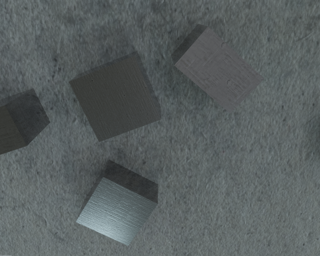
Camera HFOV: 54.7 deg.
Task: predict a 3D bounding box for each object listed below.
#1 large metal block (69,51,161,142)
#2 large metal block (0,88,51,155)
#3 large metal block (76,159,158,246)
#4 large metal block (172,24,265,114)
[{"bbox_3d":[-0.051,-0.040,0.381,0.080,0.050,0.080,-20,109,7],"label":"large metal block"},{"bbox_3d":[-0.194,-0.004,0.376,0.080,0.080,0.050,-18,109,6],"label":"large metal block"},{"bbox_3d":[-0.058,0.104,0.434,0.080,0.050,0.080,29,107,-11],"label":"large metal block"},{"bbox_3d":[0.061,-0.071,0.355,0.080,0.080,0.050,38,105,-13],"label":"large metal block"}]
